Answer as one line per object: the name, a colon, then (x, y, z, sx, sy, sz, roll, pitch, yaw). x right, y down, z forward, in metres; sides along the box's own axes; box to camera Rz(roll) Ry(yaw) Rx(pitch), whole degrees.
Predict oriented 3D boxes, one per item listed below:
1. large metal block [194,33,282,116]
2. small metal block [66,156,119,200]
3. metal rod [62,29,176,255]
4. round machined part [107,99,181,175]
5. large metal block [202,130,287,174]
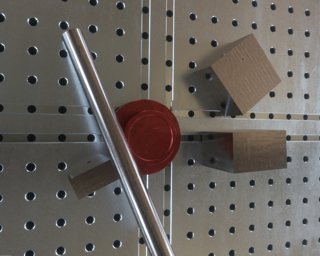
large metal block: (0.110, -0.073, 0.440, 0.080, 0.050, 0.080, -40, 103, -16)
small metal block: (-0.081, 0.057, 0.369, 0.050, 0.050, 0.025, -26, 99, -18)
metal rod: (-0.047, 0.023, 0.355, 0.025, 0.025, 0.299, -21, 82, -19)
round machined part: (-0.018, 0.012, 0.397, 0.099, 0.042, 0.097, 0, 90, -20)
large metal block: (0.113, 0.029, 0.425, 0.081, 0.080, 0.050, -2, 91, -20)
